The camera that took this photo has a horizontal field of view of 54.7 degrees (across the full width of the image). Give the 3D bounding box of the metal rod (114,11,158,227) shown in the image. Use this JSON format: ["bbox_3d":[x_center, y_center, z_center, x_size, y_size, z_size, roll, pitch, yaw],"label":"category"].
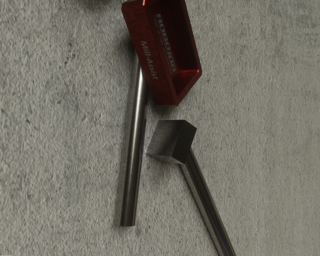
[{"bbox_3d":[-0.027,-0.033,0.383,0.025,0.025,0.298,10,84,-40],"label":"metal rod"}]

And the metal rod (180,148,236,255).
[{"bbox_3d":[0.089,0.157,0.481,0.025,0.025,0.299,-37,113,-34],"label":"metal rod"}]

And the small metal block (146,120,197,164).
[{"bbox_3d":[0.015,0.017,0.403,0.025,0.050,0.050,34,69,-36],"label":"small metal block"}]

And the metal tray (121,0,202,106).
[{"bbox_3d":[0.009,-0.103,0.381,0.090,0.030,0.129,-52,134,-42],"label":"metal tray"}]
